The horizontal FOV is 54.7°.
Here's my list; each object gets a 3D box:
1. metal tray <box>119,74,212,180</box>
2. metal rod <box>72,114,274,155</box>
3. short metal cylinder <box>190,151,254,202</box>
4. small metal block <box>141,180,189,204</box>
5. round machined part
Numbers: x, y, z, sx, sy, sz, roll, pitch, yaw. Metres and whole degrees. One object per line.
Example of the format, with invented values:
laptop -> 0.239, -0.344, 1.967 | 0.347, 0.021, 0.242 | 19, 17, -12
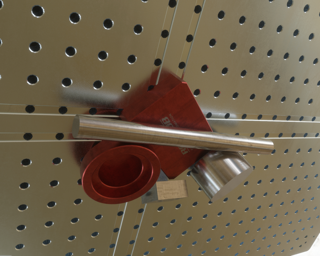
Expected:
metal tray -> 0.017, 0.003, 0.422 | 0.090, 0.030, 0.130 | -37, 130, -4
metal rod -> 0.040, 0.014, 0.402 | 0.302, 0.025, 0.025 | 7, 115, -32
short metal cylinder -> 0.093, 0.067, 0.470 | 0.080, 0.050, 0.080 | -30, 154, -17
small metal block -> 0.006, 0.095, 0.457 | 0.050, 0.025, 0.050 | 2, 161, -31
round machined part -> -0.052, 0.048, 0.396 | 0.099, 0.042, 0.097 | -11, 128, -15
